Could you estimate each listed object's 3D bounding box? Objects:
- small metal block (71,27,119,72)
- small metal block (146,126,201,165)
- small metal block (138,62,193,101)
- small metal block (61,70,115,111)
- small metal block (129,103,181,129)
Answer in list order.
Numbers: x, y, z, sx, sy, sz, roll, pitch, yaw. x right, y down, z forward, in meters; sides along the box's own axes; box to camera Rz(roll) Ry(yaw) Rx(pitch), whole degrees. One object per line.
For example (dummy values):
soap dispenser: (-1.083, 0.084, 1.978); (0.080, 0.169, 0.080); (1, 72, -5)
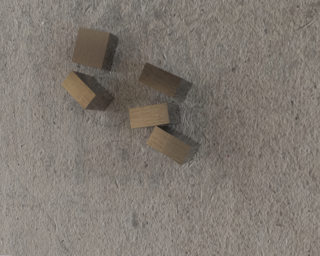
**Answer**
small metal block: (-0.093, -0.112, 0.442); (0.050, 0.025, 0.050); (16, 95, 19)
small metal block: (0.018, 0.020, 0.389); (0.050, 0.050, 0.025); (31, 100, 17)
small metal block: (0.008, -0.058, 0.393); (0.050, 0.050, 0.025); (28, 99, 18)
small metal block: (-0.099, -0.051, 0.431); (0.050, 0.050, 0.025); (44, 104, 14)
small metal block: (-0.005, -0.015, 0.397); (0.050, 0.050, 0.025); (-8, 88, 20)
